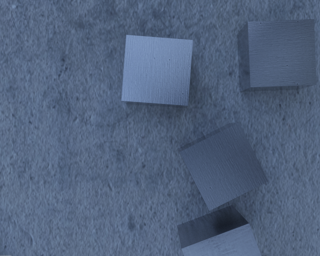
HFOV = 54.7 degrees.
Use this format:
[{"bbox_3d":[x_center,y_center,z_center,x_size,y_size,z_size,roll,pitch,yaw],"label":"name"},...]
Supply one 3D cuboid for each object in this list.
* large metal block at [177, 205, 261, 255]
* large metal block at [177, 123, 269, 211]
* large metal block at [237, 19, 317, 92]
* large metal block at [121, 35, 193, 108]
[{"bbox_3d":[0.070,0.143,0.384,0.080,0.080,0.050,-20,90,0],"label":"large metal block"},{"bbox_3d":[0.078,0.047,0.399,0.080,0.050,0.080,-27,90,0],"label":"large metal block"},{"bbox_3d":[0.148,-0.091,0.399,0.081,0.050,0.079,-2,90,-1],"label":"large metal block"},{"bbox_3d":[-0.003,-0.070,0.397,0.081,0.050,0.079,4,90,-1],"label":"large metal block"}]
